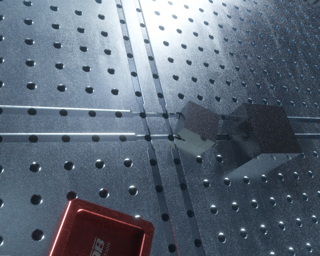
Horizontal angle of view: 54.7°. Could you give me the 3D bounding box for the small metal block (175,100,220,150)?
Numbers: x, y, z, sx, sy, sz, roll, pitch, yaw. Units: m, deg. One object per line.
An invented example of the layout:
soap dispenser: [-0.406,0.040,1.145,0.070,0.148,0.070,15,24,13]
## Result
small metal block: [0.054,-0.004,0.439,0.050,0.025,0.050,26,53,-12]

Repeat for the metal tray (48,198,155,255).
metal tray: [-0.062,0.141,0.284,0.090,0.030,0.130,23,53,-14]

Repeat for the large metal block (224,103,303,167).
large metal block: [0.154,0.012,0.467,0.081,0.050,0.080,2,61,-27]
